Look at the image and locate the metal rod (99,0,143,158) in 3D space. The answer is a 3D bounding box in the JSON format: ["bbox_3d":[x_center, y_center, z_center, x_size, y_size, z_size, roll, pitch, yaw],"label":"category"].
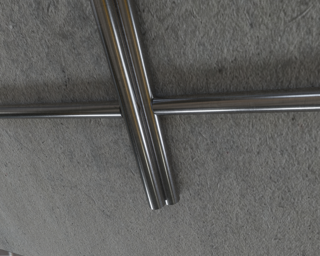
[{"bbox_3d":[-0.036,-0.029,0.409,0.025,0.025,0.298,1,119,27],"label":"metal rod"}]

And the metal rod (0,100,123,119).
[{"bbox_3d":[-0.181,-0.027,0.484,0.301,0.025,0.025,1,119,27],"label":"metal rod"}]

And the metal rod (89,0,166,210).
[{"bbox_3d":[-0.035,-0.020,0.387,0.025,0.025,0.298,1,119,27],"label":"metal rod"}]

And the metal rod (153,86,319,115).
[{"bbox_3d":[0.130,-0.029,0.322,0.300,0.025,0.025,0,118,28],"label":"metal rod"}]

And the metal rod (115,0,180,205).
[{"bbox_3d":[-0.013,-0.023,0.400,0.025,0.025,0.298,1,119,27],"label":"metal rod"}]
